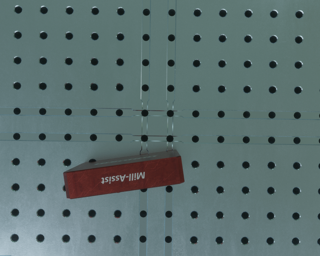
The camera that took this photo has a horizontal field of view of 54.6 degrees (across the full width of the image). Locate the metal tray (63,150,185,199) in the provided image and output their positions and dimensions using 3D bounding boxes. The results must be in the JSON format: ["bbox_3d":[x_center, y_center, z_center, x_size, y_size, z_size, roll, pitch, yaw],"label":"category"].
[{"bbox_3d":[-0.039,0.054,0.380,0.131,0.090,0.030,-8,90,0],"label":"metal tray"}]
